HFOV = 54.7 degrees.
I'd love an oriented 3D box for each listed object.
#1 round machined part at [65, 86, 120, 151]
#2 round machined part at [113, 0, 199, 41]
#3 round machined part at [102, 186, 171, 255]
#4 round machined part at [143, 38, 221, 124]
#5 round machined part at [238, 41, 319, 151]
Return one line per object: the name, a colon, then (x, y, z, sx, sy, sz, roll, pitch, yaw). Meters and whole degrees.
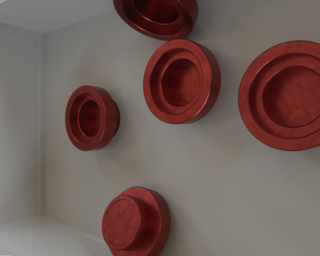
round machined part: (-0.099, -0.014, 0.475, 0.098, 0.042, 0.097, 0, 90, 39)
round machined part: (-0.001, -0.149, 0.365, 0.098, 0.098, 0.042, 7, 71, 39)
round machined part: (-0.038, 0.125, 0.406, 0.098, 0.042, 0.098, -18, 60, 34)
round machined part: (0.030, -0.053, 0.370, 0.098, 0.042, 0.097, 0, 90, 39)
round machined part: (0.128, -0.028, 0.290, 0.098, 0.042, 0.097, 0, 90, 39)
